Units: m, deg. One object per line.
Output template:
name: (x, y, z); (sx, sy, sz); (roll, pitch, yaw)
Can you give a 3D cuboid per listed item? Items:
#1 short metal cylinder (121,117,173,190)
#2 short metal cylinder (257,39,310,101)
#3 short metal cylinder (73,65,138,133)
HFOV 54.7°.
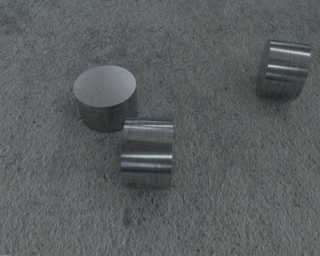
short metal cylinder: (-0.012, 0.028, 0.344); (0.050, 0.080, 0.080); (2, 50, 2)
short metal cylinder: (0.171, -0.082, 0.437); (0.050, 0.080, 0.080); (9, 51, 8)
short metal cylinder: (-0.071, -0.040, 0.420); (0.080, 0.050, 0.080); (0, 50, 0)
